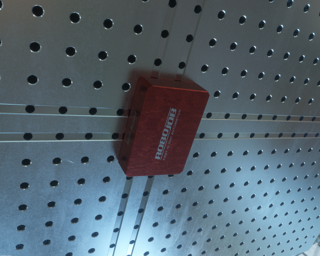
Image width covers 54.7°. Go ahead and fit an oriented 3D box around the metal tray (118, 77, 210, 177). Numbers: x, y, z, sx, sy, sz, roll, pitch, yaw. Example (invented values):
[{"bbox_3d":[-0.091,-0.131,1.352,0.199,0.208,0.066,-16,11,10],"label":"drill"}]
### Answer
[{"bbox_3d":[0.003,0.002,0.412,0.091,0.030,0.129,2,118,-30],"label":"metal tray"}]
